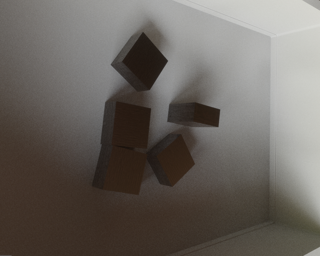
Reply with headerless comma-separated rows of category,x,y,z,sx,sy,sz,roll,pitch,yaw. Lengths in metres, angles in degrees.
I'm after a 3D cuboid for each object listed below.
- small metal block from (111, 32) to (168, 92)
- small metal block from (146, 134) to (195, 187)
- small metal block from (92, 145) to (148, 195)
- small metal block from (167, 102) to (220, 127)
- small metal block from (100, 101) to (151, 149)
small metal block,-0.024,-0.081,0.386,0.050,0.025,0.050,44,64,-31
small metal block,0.014,0.043,0.419,0.050,0.025,0.050,-40,114,-33
small metal block,-0.047,0.050,0.367,0.050,0.025,0.050,19,78,-38
small metal block,0.047,-0.017,0.429,0.050,0.050,0.025,11,83,-40
small metal block,-0.040,-0.003,0.372,0.050,0.025,0.050,9,84,-40
